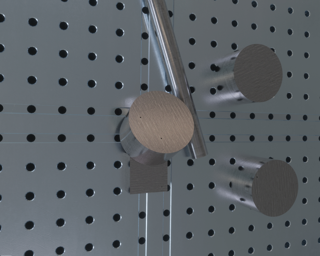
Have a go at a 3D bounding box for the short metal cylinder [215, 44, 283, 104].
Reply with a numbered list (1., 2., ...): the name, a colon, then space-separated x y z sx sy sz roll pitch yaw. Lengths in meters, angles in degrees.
1. short metal cylinder: 0.127 -0.075 0.446 0.081 0.050 0.079 0 90 -20

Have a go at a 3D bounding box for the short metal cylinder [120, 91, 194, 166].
1. short metal cylinder: -0.005 0.001 0.383 0.081 0.050 0.080 8 65 -17

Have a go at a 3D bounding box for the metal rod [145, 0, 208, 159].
1. metal rod: 0.013 -0.103 0.417 0.025 0.025 0.298 -19 96 -19

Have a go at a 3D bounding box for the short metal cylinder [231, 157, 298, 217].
1. short metal cylinder: 0.153 0.084 0.456 0.081 0.050 0.079 0 90 -20

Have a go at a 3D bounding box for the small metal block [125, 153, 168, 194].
1. small metal block: -0.018 0.058 0.406 0.050 0.025 0.050 0 90 -20
